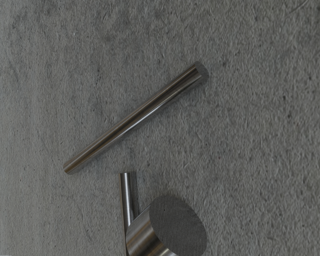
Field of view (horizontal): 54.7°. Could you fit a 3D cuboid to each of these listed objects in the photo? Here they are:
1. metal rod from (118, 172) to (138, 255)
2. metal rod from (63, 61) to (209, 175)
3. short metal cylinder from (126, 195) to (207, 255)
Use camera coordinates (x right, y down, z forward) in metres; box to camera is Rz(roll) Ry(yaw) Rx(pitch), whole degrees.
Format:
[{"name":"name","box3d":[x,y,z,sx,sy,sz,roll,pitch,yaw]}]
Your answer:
[{"name":"metal rod","box3d":[-0.035,0.212,0.434,0.025,0.025,0.298,-8,85,40]},{"name":"metal rod","box3d":[-0.053,0.000,0.448,0.299,0.025,0.025,-34,69,34]},{"name":"short metal cylinder","box3d":[0.008,0.127,0.363,0.050,0.081,0.080,-51,60,28]}]
